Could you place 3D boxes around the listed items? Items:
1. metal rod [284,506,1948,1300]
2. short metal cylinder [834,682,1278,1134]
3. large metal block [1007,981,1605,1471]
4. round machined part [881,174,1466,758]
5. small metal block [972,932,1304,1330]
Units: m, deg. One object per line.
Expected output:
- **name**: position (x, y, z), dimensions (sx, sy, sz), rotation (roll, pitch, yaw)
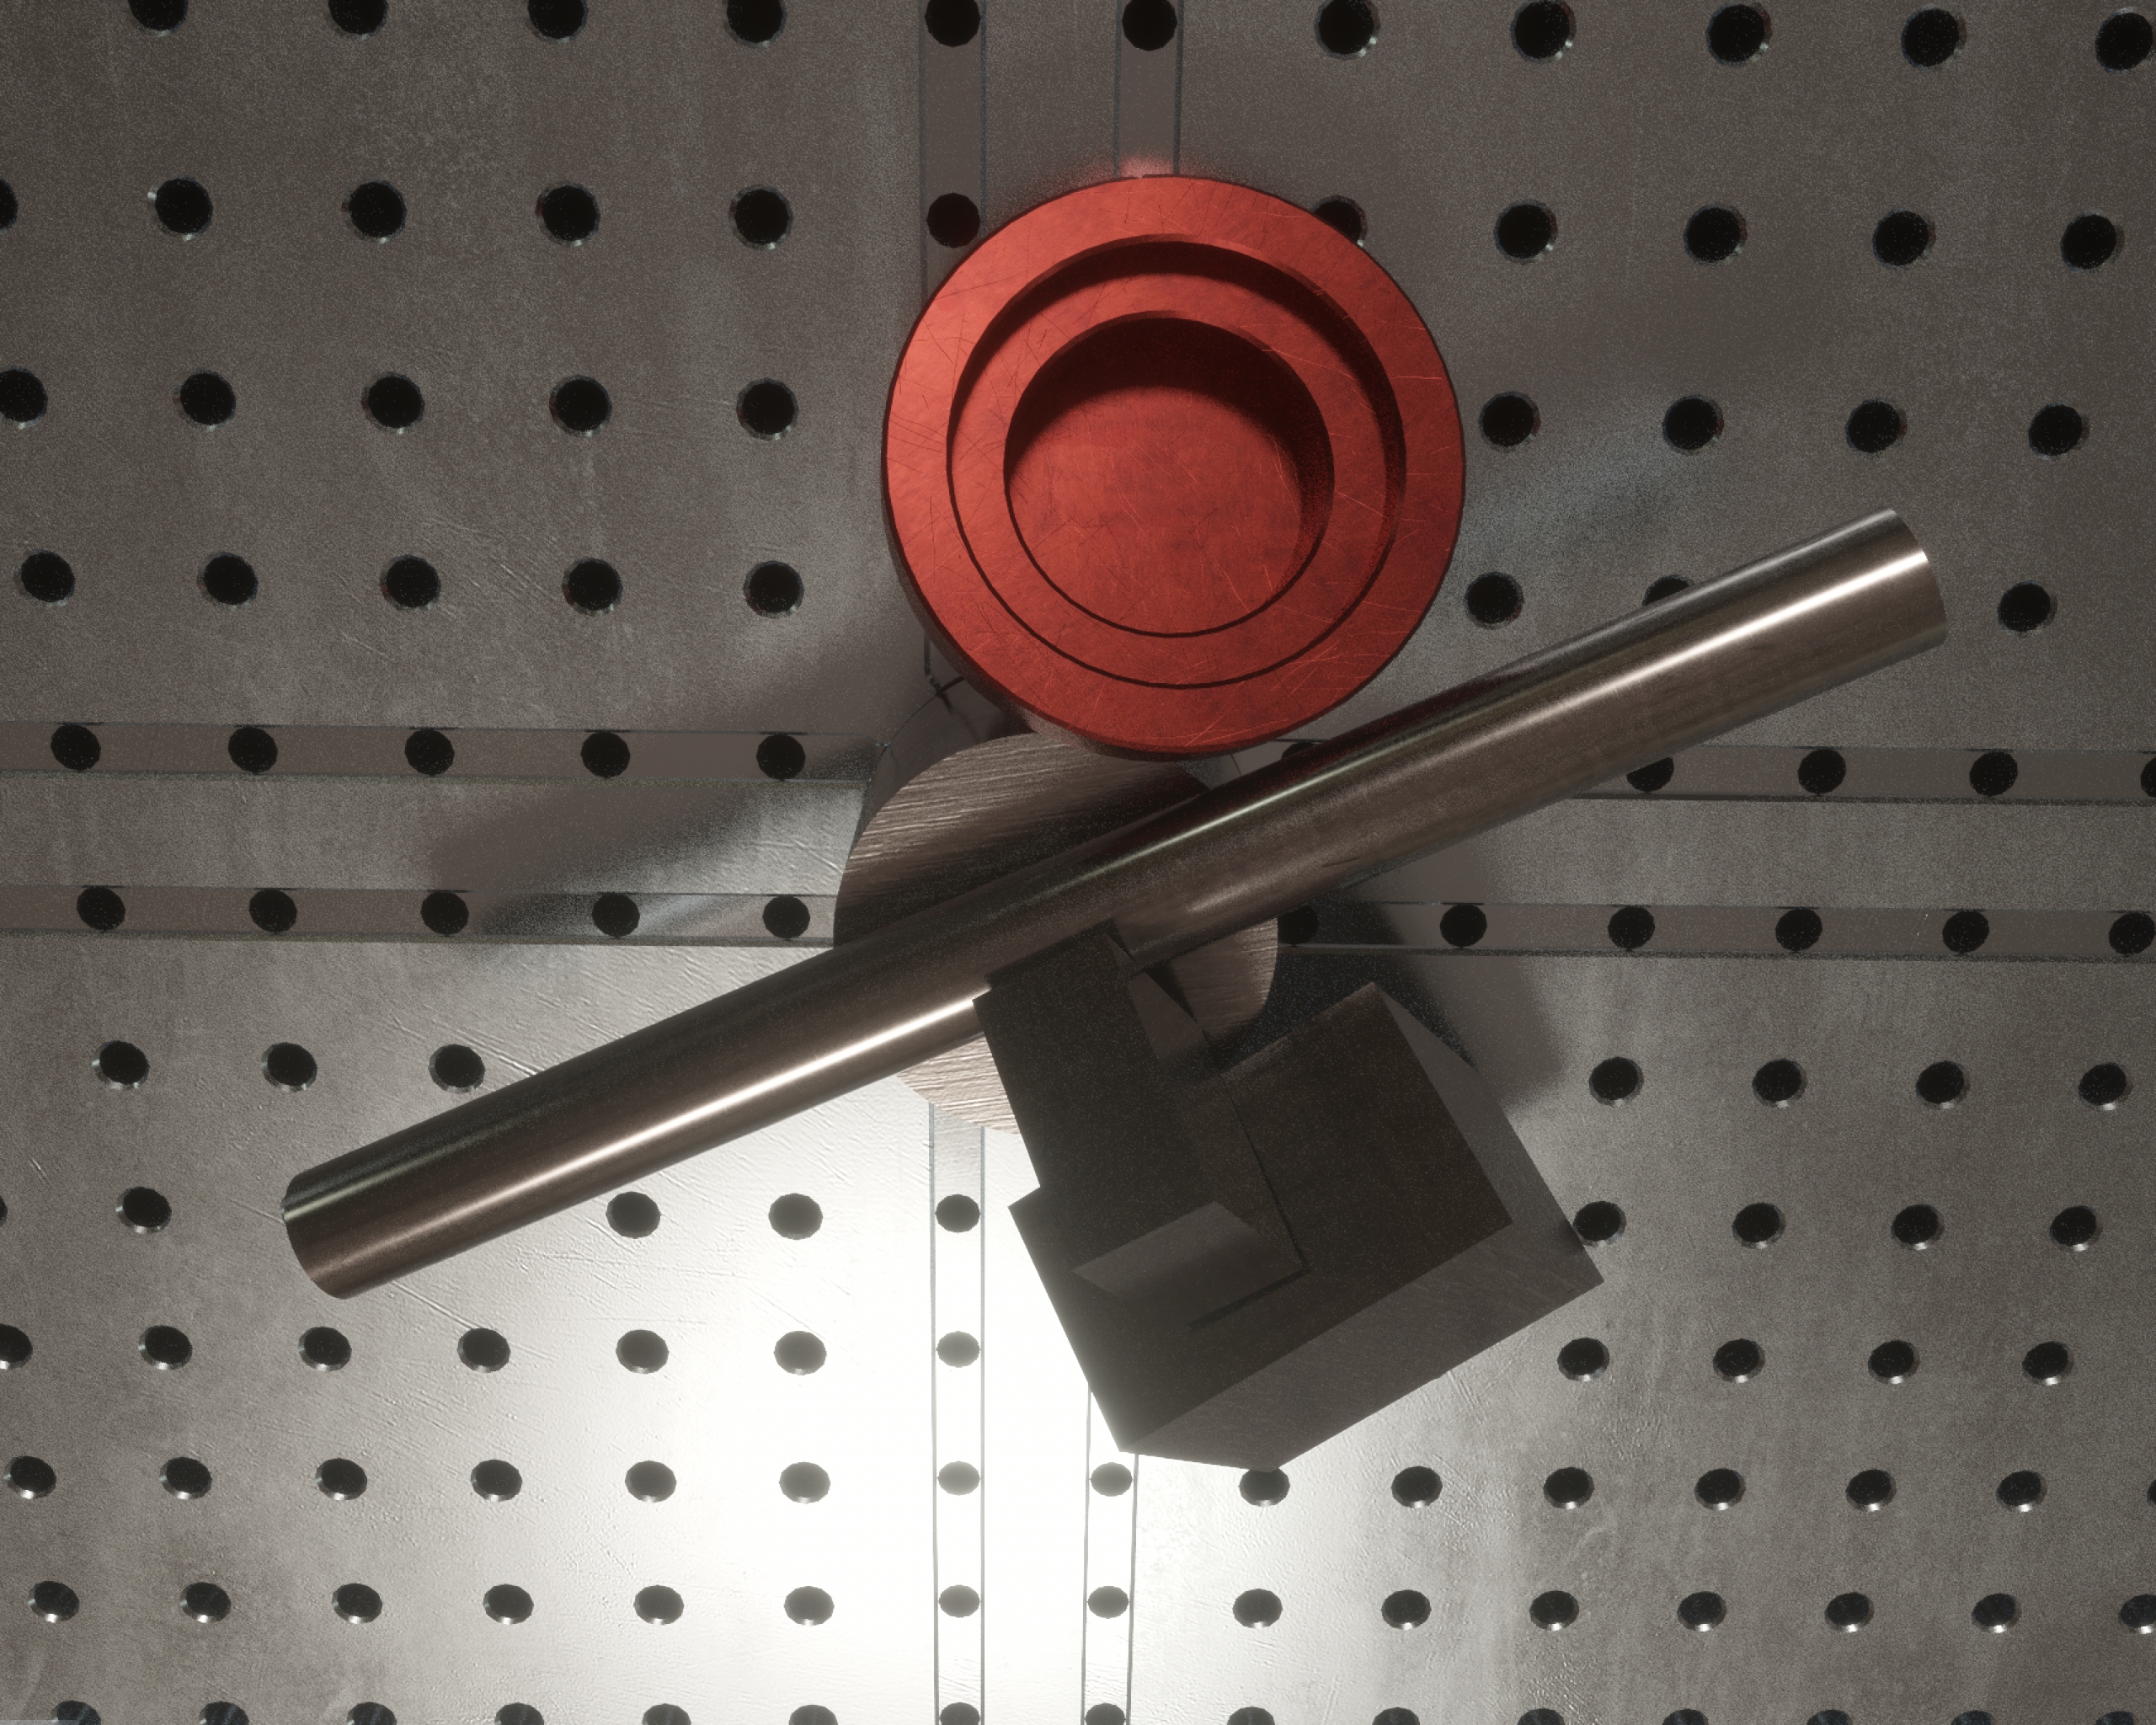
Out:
- **metal rod**: position (0.000, 0.011, 0.363), dimensions (0.301, 0.025, 0.025), rotation (-23, 109, 7)
- **short metal cylinder**: position (-0.004, 0.006, 0.401), dimensions (0.081, 0.050, 0.079), rotation (0, 110, -1)
- **large metal block**: position (0.046, 0.074, 0.404), dimensions (0.080, 0.050, 0.080), rotation (-33, 152, 11)
- **round machined part**: position (0.015, -0.066, 0.368), dimensions (0.099, 0.042, 0.097), rotation (0, 88, -6)
- **small metal block**: position (0.011, 0.046, 0.352), dimensions (0.025, 0.050, 0.050), rotation (-28, 150, 9)
